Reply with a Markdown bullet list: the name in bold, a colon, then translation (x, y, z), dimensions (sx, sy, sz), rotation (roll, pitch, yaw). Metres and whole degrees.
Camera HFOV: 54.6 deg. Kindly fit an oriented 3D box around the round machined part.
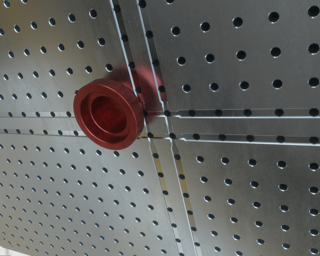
- **round machined part**: translation (-0.065, -0.022, 0.421), dimensions (0.098, 0.042, 0.097), rotation (13, 124, 21)
